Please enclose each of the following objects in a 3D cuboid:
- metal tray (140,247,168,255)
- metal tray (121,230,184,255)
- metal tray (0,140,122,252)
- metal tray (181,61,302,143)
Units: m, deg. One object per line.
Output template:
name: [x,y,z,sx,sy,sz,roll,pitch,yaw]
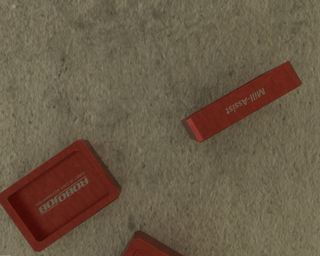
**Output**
metal tray: [0.020,0.227,0.408,0.131,0.030,0.090,25,90,-1]
metal tray: [-0.024,0.205,0.376,0.090,0.030,0.130,31,90,-1]
metal tray: [-0.128,0.086,0.405,0.130,0.030,0.090,-35,90,-1]
metal tray: [0.092,-0.029,0.378,0.130,0.090,0.030,-30,90,0]
